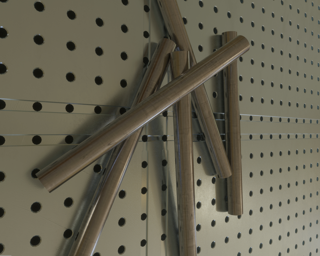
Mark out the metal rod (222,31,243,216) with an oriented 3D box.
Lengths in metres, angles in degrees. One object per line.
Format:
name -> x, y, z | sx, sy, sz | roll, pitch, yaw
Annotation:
metal rod -> 0.120, -0.006, 0.512 | 0.025, 0.025, 0.298 | -5, 93, -40

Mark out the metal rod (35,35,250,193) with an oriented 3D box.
metal rod -> -0.004, -0.028, 0.363 | 0.302, 0.025, 0.025 | -36, 114, -20

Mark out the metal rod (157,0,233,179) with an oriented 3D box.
metal rod -> 0.053, -0.058, 0.455 | 0.025, 0.025, 0.298 | -34, 111, -35

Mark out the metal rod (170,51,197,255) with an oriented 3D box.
metal rod -> 0.033, 0.048, 0.423 | 0.025, 0.025, 0.298 | -11, 102, -40

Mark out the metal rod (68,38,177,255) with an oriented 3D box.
metal rod -> -0.041, 0.020, 0.376 | 0.025, 0.025, 0.299 | 33, 69, -35
